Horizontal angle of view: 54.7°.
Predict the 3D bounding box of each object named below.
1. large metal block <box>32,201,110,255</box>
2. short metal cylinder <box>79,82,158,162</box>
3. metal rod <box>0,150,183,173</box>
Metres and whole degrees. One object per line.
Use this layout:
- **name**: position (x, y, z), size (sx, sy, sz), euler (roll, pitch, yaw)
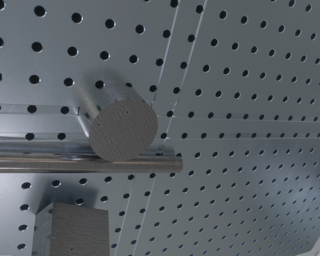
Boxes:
- **large metal block**: position (-0.113, 0.147, 0.396), size (0.080, 0.080, 0.050), euler (22, 134, -36)
- **short metal cylinder**: position (-0.049, -0.007, 0.364), size (0.081, 0.050, 0.079), euler (-14, 124, -21)
- **metal rod**: position (-0.102, 0.043, 0.382), size (0.302, 0.025, 0.025), euler (5, 116, -31)
